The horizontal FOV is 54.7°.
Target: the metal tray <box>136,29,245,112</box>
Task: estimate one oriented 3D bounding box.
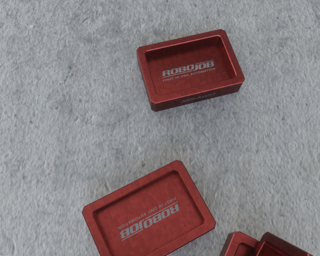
[{"bbox_3d":[0.041,-0.082,0.435,0.131,0.030,0.090,-14,71,-6],"label":"metal tray"}]

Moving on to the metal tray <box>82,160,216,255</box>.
[{"bbox_3d":[-0.013,0.107,0.366,0.131,0.030,0.090,-26,72,-10],"label":"metal tray"}]

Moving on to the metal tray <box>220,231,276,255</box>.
[{"bbox_3d":[0.096,0.192,0.336,0.090,0.030,0.130,26,72,8],"label":"metal tray"}]

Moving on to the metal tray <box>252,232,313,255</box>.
[{"bbox_3d":[0.098,0.170,0.286,0.030,0.090,0.130,32,82,-1],"label":"metal tray"}]
